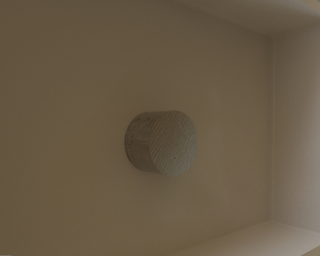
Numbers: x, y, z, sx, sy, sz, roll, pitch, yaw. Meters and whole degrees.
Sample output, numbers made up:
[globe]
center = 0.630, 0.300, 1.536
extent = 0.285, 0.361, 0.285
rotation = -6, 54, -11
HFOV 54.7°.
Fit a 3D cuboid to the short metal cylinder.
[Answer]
[short metal cylinder]
center = 0.002, 0.018, 0.394
extent = 0.081, 0.050, 0.079
rotation = 0, 90, -40
